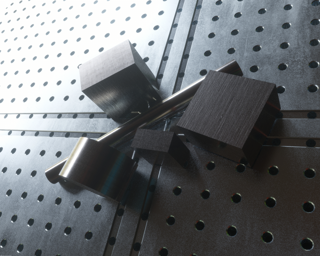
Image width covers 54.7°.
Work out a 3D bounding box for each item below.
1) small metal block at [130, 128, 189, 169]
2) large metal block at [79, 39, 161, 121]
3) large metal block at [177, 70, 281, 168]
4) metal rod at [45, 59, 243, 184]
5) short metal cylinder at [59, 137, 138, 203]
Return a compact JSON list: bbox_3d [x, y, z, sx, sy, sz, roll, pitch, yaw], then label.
[{"bbox_3d":[0.001,0.025,0.375,0.050,0.050,0.025,5,65,30],"label":"small metal block"},{"bbox_3d":[-0.056,-0.065,0.442,0.080,0.080,0.050,-25,53,12],"label":"large metal block"},{"bbox_3d":[0.080,-0.013,0.354,0.080,0.050,0.080,21,73,35],"label":"large metal block"},{"bbox_3d":[-0.027,-0.005,0.423,0.301,0.025,0.025,-30,52,8],"label":"metal rod"},{"bbox_3d":[-0.074,0.052,0.377,0.080,0.080,0.050,12,68,33],"label":"short metal cylinder"}]
